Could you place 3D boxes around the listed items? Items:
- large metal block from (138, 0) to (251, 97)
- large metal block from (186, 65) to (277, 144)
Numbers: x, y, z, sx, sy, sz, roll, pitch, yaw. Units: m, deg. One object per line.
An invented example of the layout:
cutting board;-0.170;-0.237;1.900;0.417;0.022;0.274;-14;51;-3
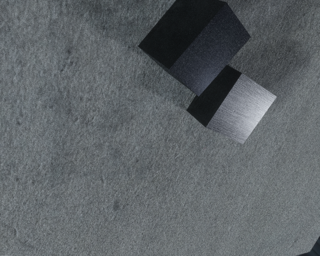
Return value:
large metal block;0.034;-0.093;0.334;0.080;0.080;0.050;-49;129;6
large metal block;0.098;-0.033;0.426;0.080;0.050;0.080;22;106;-37
